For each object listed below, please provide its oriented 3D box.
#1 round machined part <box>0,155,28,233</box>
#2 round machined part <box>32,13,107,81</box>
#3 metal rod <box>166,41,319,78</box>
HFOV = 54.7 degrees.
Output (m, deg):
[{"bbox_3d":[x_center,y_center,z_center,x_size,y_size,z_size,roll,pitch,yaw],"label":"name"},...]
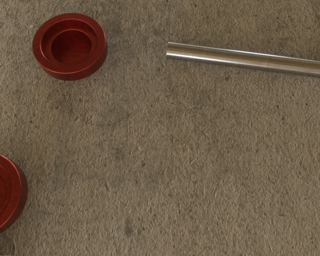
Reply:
[{"bbox_3d":[-0.206,0.081,0.367,0.099,0.042,0.098,0,70,-1],"label":"round machined part"},{"bbox_3d":[-0.123,-0.110,0.438,0.099,0.042,0.098,0,70,-1],"label":"round machined part"},{"bbox_3d":[0.160,-0.093,0.443,0.302,0.025,0.025,8,70,2],"label":"metal rod"}]
